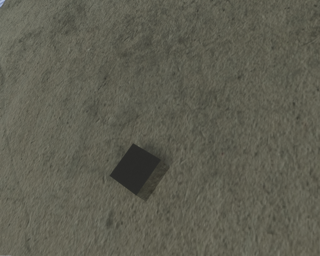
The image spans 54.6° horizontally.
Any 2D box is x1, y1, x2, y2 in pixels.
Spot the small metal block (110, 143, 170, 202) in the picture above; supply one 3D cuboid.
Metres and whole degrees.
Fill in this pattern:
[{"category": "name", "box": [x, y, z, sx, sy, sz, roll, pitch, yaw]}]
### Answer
[{"category": "small metal block", "box": [-0.025, 0.054, 0.385, 0.050, 0.025, 0.050, 27, 76, 37]}]
